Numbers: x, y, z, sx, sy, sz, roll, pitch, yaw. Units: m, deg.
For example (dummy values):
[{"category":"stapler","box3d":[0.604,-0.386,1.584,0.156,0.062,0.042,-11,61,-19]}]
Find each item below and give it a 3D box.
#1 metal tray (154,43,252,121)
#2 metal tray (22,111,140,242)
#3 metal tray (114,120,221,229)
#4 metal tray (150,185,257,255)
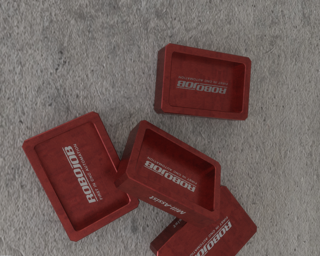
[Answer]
[{"category":"metal tray","box3d":[0.061,-0.060,0.428,0.131,0.030,0.089,5,89,-20]},{"category":"metal tray","box3d":[-0.092,0.056,0.372,0.091,0.030,0.129,-26,99,-18]},{"category":"metal tray","box3d":[0.016,0.057,0.386,0.131,0.030,0.090,30,43,-18]},{"category":"metal tray","box3d":[0.063,0.152,0.430,0.130,0.030,0.090,-41,103,-15]}]
